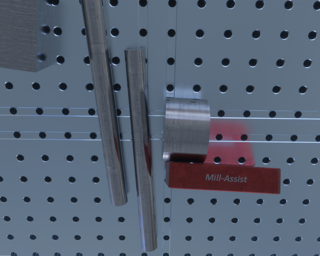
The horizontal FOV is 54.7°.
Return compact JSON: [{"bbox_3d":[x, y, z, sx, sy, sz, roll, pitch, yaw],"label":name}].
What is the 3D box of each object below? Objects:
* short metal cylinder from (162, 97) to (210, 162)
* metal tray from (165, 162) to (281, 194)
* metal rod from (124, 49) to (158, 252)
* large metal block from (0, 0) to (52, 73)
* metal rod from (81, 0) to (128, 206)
[{"bbox_3d":[0.030,0.003,0.385,0.050,0.080,0.079,3,110,-1],"label":"short metal cylinder"},{"bbox_3d":[0.075,0.062,0.400,0.131,0.090,0.030,4,84,-2],"label":"metal tray"},{"bbox_3d":[-0.024,0.043,0.429,0.025,0.025,0.298,-3,110,1],"label":"metal rod"},{"bbox_3d":[-0.174,-0.113,0.357,0.081,0.050,0.079,8,110,-3],"label":"large metal block"},{"bbox_3d":[-0.070,-0.033,0.400,0.025,0.025,0.298,-4,110,1],"label":"metal rod"}]
